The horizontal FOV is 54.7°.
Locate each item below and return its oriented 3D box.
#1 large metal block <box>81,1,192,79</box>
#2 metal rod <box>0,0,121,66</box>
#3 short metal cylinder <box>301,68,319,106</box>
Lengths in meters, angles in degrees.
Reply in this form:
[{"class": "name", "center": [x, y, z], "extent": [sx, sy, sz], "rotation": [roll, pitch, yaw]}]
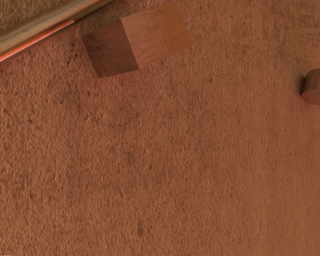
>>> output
[{"class": "large metal block", "center": [-0.026, -0.097, 0.347], "extent": [0.081, 0.080, 0.050], "rotation": [-32, 110, -35]}, {"class": "metal rod", "center": [-0.067, -0.146, 0.347], "extent": [0.301, 0.025, 0.025], "rotation": [-44, 117, -31]}, {"class": "short metal cylinder", "center": [0.351, -0.086, 0.662], "extent": [0.080, 0.080, 0.050], "rotation": [29, 72, -36]}]
